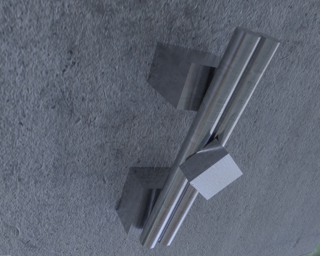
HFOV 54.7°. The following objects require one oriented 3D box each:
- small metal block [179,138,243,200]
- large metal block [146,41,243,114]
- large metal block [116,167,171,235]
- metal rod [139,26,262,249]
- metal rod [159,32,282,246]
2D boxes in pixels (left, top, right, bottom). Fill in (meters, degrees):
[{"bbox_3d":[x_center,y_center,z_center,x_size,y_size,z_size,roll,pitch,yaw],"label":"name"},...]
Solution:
[{"bbox_3d":[0.057,0.047,0.342,0.050,0.025,0.050,-38,135,4],"label":"small metal block"},{"bbox_3d":[0.042,-0.058,0.360,0.081,0.080,0.050,3,117,-30],"label":"large metal block"},{"bbox_3d":[-0.009,0.104,0.451,0.081,0.050,0.079,5,116,-31],"label":"large metal block"},{"bbox_3d":[0.032,0.034,0.352,0.025,0.025,0.298,3,124,-30],"label":"metal rod"},{"bbox_3d":[0.055,0.035,0.365,0.025,0.025,0.298,3,124,-30],"label":"metal rod"}]
